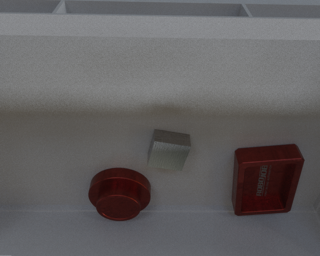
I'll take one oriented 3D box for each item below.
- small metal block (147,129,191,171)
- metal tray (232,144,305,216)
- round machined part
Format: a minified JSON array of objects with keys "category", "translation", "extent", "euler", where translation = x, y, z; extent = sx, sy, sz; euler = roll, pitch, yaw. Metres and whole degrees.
[{"category":"small metal block","translation":[0.012,0.032,0.436],"extent":[0.050,0.025,0.050],"euler":[9,130,-9]},{"category":"metal tray","translation":[0.161,0.084,0.479],"extent":[0.091,0.030,0.129],"euler":[-5,130,3]},{"category":"round machined part","translation":[-0.064,0.111,0.492],"extent":[0.099,0.042,0.097],"euler":[-1,130,0]}]
